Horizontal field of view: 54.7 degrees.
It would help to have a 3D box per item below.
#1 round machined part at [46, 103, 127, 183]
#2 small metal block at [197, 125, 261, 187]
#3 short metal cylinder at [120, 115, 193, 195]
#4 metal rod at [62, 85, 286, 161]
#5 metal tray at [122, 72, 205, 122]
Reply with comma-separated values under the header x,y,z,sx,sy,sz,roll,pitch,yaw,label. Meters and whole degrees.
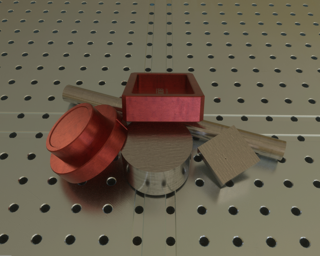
x,y,z,sx,sy,sz,roll,pitch,yaw,label
-0.089,0.010,0.352,0.098,0.042,0.098,-24,40,22,round machined part
0.079,0.033,0.361,0.050,0.025,0.050,-32,72,-5,small metal block
-0.004,0.031,0.361,0.081,0.050,0.080,0,50,0,short metal cylinder
0.009,-0.011,0.412,0.301,0.025,0.025,15,52,12,metal rod
0.003,-0.044,0.398,0.091,0.030,0.130,0,21,-1,metal tray
